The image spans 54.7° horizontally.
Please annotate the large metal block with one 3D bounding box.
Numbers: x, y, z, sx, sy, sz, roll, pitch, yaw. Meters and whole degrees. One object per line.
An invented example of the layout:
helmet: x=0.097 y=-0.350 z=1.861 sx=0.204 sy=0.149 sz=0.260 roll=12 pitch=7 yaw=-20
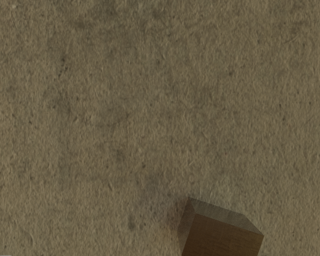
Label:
large metal block: x=0.070 y=0.130 z=0.384 sx=0.080 sy=0.080 sz=0.050 roll=19 pitch=90 yaw=-1
